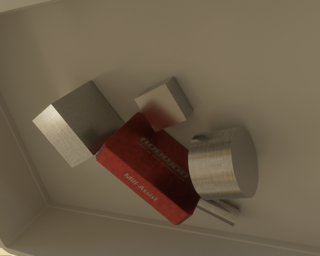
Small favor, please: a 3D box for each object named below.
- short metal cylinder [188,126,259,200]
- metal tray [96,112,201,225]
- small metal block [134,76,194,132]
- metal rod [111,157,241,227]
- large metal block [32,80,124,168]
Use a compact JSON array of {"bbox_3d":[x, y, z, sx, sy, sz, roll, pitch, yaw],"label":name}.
[{"bbox_3d":[0.075,0.041,0.356,0.050,0.080,0.080,-12,113,34],"label":"short metal cylinder"},{"bbox_3d":[-0.004,0.047,0.394,0.130,0.090,0.030,40,128,1],"label":"metal tray"},{"bbox_3d":[0.005,-0.029,0.384,0.050,0.025,0.050,-22,107,35],"label":"small metal block"},{"bbox_3d":[-0.027,0.061,0.457,0.301,0.025,0.025,25,127,12],"label":"metal rod"},{"bbox_3d":[-0.107,-0.007,0.421,0.050,0.080,0.080,-29,102,37],"label":"large metal block"}]
